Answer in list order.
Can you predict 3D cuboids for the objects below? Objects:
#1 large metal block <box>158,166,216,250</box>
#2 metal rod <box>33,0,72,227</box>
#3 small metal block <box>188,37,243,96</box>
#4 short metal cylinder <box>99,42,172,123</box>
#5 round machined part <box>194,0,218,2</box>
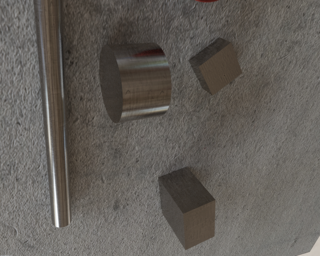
[{"bbox_3d":[0.040,0.120,0.469,0.050,0.080,0.079,-18,126,-18],"label":"large metal block"},{"bbox_3d":[-0.115,-0.007,0.340,0.025,0.025,0.298,-8,122,-25],"label":"metal rod"},{"bbox_3d":[0.072,-0.079,0.399,0.050,0.025,0.050,-38,130,-3],"label":"small metal block"},{"bbox_3d":[-0.029,-0.048,0.327,0.050,0.080,0.079,-10,123,-23],"label":"short metal cylinder"},{"bbox_3d":[0.042,-0.180,0.309,0.099,0.042,0.097,-14,125,-21],"label":"round machined part"}]
